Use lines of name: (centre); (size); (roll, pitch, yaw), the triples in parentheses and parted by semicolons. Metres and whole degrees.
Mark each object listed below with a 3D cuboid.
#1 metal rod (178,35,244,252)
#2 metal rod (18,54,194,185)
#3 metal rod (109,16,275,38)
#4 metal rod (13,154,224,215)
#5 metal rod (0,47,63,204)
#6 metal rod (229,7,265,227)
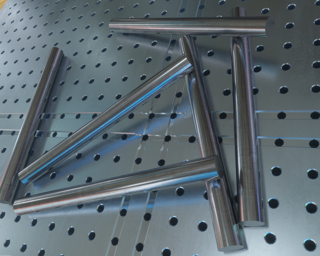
metal rod: (0.054, -0.007, 0.384); (0.025, 0.025, 0.300); (-19, 54, 17)
metal rod: (-0.083, -0.006, 0.440); (0.300, 0.025, 0.025); (-34, 51, 12)
metal rod: (0.024, -0.155, 0.471); (0.300, 0.025, 0.025); (17, 71, 41)
metal rod: (-0.070, 0.076, 0.381); (0.300, 0.025, 0.025); (-16, 55, 25)
metal rod: (-0.219, -0.020, 0.536); (0.025, 0.025, 0.300); (-7, 58, 25)
metal rod: (0.101, -0.036, 0.377); (0.025, 0.025, 0.300); (-9, 58, 23)
